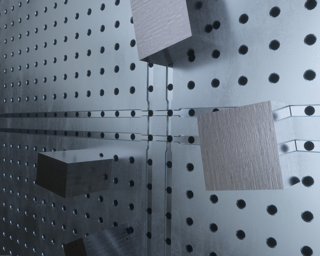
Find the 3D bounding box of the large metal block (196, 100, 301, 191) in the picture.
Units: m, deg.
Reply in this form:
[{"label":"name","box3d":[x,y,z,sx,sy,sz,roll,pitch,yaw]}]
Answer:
[{"label":"large metal block","box3d":[0.090,0.020,0.320,0.080,0.050,0.080,-11,83,39]}]

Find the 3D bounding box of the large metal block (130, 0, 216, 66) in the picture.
[{"label":"large metal block","box3d":[0.014,-0.131,0.382,0.080,0.050,0.080,-15,81,39]}]

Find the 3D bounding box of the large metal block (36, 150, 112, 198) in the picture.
[{"label":"large metal block","box3d":[-0.134,0.068,0.486,0.080,0.081,0.050,10,97,39]}]

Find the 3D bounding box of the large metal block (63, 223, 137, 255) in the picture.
[{"label":"large metal block","box3d":[-0.080,0.190,0.441,0.050,0.081,0.080,-32,70,36]}]
